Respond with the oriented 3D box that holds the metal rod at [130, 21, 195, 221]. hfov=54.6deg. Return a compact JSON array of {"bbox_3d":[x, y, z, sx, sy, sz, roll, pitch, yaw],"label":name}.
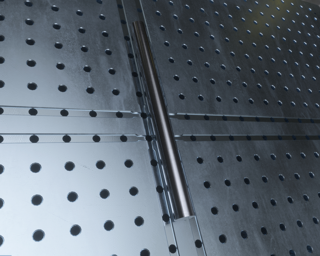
[{"bbox_3d":[-0.003,-0.027,0.422,0.025,0.025,0.299,1,62,-28],"label":"metal rod"}]
